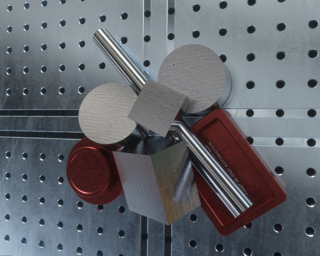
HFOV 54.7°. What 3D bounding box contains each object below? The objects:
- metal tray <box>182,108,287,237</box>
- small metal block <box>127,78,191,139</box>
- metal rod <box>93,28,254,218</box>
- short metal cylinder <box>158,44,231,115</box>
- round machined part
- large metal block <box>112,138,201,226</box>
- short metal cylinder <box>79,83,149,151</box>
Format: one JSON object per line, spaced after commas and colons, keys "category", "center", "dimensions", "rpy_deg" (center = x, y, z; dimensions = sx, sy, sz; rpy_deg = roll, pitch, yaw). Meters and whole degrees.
{"category": "metal tray", "center": [0.077, 0.052, 0.379], "dimensions": [0.090, 0.030, 0.130], "rpy_deg": [-38, 78, 16]}
{"category": "small metal block", "center": [-0.001, -0.021, 0.353], "dimensions": [0.050, 0.025, 0.050], "rpy_deg": [28, 91, 18]}
{"category": "metal rod", "center": [0.003, -0.022, 0.381], "dimensions": [0.025, 0.025, 0.300], "rpy_deg": [-45, 67, 14]}
{"category": "short metal cylinder", "center": [0.044, -0.057, 0.380], "dimensions": [0.080, 0.050, 0.079], "rpy_deg": [0, 90, 20]}
{"category": "round machined part", "center": [-0.090, 0.059, 0.430], "dimensions": [0.098, 0.042, 0.097], "rpy_deg": [0, 90, 19]}
{"category": "large metal block", "center": [-0.005, 0.059, 0.369], "dimensions": [0.080, 0.050, 0.080], "rpy_deg": [-1, 107, 53]}
{"category": "short metal cylinder", "center": [-0.057, -0.012, 0.404], "dimensions": [0.080, 0.050, 0.080], "rpy_deg": [-3, 73, 10]}
